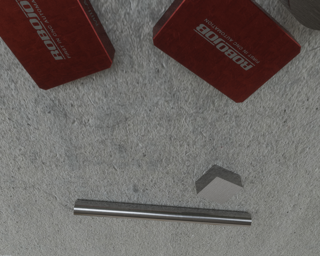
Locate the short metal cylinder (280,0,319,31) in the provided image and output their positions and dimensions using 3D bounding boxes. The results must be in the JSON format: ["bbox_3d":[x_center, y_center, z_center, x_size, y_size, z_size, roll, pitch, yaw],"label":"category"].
[{"bbox_3d":[0.149,-0.136,0.278,0.081,0.050,0.079,0,130,0],"label":"short metal cylinder"}]

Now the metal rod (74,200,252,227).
[{"bbox_3d":[0.008,0.148,0.533,0.302,0.025,0.025,6,130,-6],"label":"metal rod"}]

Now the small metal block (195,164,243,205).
[{"bbox_3d":[0.092,0.089,0.485,0.050,0.025,0.050,25,126,-20],"label":"small metal block"}]

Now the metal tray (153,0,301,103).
[{"bbox_3d":[0.069,-0.093,0.326,0.131,0.030,0.090,30,124,-24],"label":"metal tray"}]

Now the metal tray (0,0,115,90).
[{"bbox_3d":[-0.114,-0.108,0.310,0.090,0.030,0.130,-17,129,13],"label":"metal tray"}]
